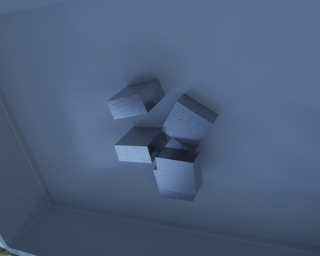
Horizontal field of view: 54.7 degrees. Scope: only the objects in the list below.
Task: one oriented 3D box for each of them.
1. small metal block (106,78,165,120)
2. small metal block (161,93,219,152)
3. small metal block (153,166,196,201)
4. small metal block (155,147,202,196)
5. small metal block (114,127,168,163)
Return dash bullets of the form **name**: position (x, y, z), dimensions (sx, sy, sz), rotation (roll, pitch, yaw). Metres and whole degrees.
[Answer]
- **small metal block**: position (-0.029, -0.036, 0.386), dimensions (0.050, 0.050, 0.025), rotation (-9, 114, 32)
- **small metal block**: position (0.036, -0.007, 0.386), dimensions (0.050, 0.025, 0.050), rotation (33, 129, 6)
- **small metal block**: position (0.023, 0.074, 0.442), dimensions (0.050, 0.025, 0.050), rotation (0, 119, 28)
- **small metal block**: position (0.025, 0.055, 0.397), dimensions (0.050, 0.025, 0.050), rotation (6, 121, 25)
- **small metal block**: position (-0.025, 0.022, 0.419), dimensions (0.050, 0.050, 0.025), rotation (0, 119, 28)
